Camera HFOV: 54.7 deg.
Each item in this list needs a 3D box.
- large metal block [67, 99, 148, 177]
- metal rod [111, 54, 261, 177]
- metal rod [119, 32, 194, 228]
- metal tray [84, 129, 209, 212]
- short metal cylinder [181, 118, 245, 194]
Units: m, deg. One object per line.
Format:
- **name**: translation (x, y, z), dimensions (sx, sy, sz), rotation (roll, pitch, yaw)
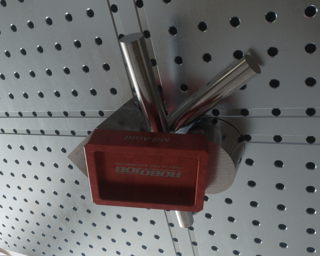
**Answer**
- **large metal block**: translation (-0.065, 0.018, 0.418), dimensions (0.050, 0.080, 0.080), rotation (47, 129, -5)
- **metal rod**: translation (0.004, 0.006, 0.412), dimensions (0.025, 0.025, 0.299), rotation (47, 129, -6)
- **metal rod**: translation (0.006, 0.027, 0.394), dimensions (0.025, 0.025, 0.298), rotation (4, 130, 26)
- **metal tray**: translation (-0.014, 0.050, 0.353), dimensions (0.131, 0.030, 0.089), rotation (3, 122, 5)
- **short metal cylinder**: translation (0.059, 0.034, 0.383), dimensions (0.080, 0.050, 0.079), rotation (13, 124, 20)
